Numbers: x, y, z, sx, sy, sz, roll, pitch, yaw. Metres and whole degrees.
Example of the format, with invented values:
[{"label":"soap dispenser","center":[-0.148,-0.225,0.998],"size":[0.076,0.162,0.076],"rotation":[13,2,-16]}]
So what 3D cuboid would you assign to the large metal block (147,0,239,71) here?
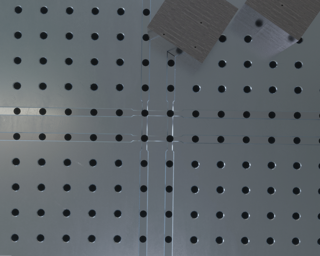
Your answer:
[{"label":"large metal block","center":[0.040,-0.134,0.401],"size":[0.080,0.050,0.080],"rotation":[33,90,0]}]

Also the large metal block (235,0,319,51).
[{"label":"large metal block","center":[0.159,-0.162,0.402],"size":[0.080,0.050,0.080],"rotation":[35,90,0]}]
